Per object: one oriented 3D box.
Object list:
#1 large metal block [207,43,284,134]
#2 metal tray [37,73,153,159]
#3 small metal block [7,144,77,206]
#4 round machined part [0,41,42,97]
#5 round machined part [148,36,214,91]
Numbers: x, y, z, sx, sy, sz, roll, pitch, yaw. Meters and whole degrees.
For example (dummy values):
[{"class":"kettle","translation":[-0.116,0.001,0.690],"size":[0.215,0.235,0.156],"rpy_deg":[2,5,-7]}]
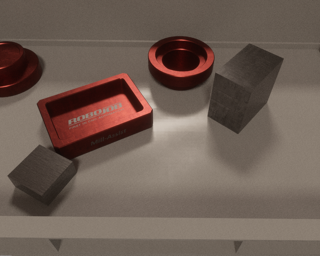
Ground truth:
[{"class":"large metal block","translation":[0.112,-0.052,0.415],"size":[0.050,0.080,0.080],"rpy_deg":[34,58,25]},{"class":"metal tray","translation":[-0.086,-0.019,0.416],"size":[0.131,0.030,0.090],"rpy_deg":[-22,54,-18]},{"class":"small metal block","translation":[-0.135,0.054,0.358],"size":[0.050,0.025,0.050],"rpy_deg":[23,54,18]},{"class":"round machined part","translation":[-0.236,-0.095,0.471],"size":[0.099,0.042,0.098],"rpy_deg":[0,50,0]},{"class":"round machined part","translation":[0.031,-0.095,0.474],"size":[0.099,0.042,0.098],"rpy_deg":[0,50,0]}]
